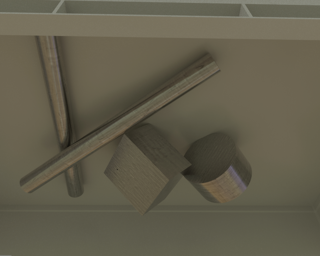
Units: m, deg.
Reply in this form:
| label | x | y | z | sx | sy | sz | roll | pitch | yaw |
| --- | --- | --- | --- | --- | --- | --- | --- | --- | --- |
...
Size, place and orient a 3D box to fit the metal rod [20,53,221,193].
| label | x | y | z | sx | sy | sz | roll | pitch | yaw |
| --- | --- | --- | --- | --- | --- | --- | --- | --- | --- |
| metal rod | -0.061 | 0.002 | 0.388 | 0.300 | 0.025 | 0.025 | -32 | 124 | 16 |

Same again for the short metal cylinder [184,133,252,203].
| label | x | y | z | sx | sy | sz | roll | pitch | yaw |
| --- | --- | --- | --- | --- | --- | --- | --- | --- | --- |
| short metal cylinder | 0.076 | 0.054 | 0.420 | 0.080 | 0.080 | 0.050 | -27 | 125 | 21 |

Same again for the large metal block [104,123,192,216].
| label | x | y | z | sx | sy | sz | roll | pitch | yaw |
| --- | --- | --- | --- | --- | --- | --- | --- | --- | --- |
| large metal block | -0.018 | 0.054 | 0.412 | 0.080 | 0.050 | 0.079 | 44 | 128 | 17 |

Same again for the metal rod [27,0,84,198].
| label | x | y | z | sx | sy | sz | roll | pitch | yaw |
| --- | --- | --- | --- | --- | --- | --- | --- | --- | --- |
| metal rod | -0.125 | -0.013 | 0.396 | 0.025 | 0.025 | 0.298 | 2 | 130 | -3 |
